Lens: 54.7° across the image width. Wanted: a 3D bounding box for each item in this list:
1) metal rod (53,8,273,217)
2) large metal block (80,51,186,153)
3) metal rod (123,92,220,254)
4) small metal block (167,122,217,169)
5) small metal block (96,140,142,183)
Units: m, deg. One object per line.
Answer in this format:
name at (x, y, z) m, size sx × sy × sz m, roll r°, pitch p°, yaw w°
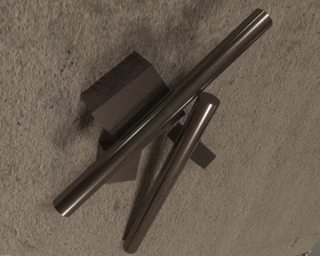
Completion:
metal rod at (0.002, -0.015, 0.335) m, size 0.300 × 0.025 × 0.025 m, roll -43°, pitch 130°, yaw 1°
large metal block at (-0.030, -0.027, 0.359) m, size 0.080 × 0.050 × 0.080 m, roll -40°, pitch 130°, yaw -2°
metal rod at (0.003, 0.080, 0.420) m, size 0.025 × 0.025 × 0.298 m, roll 2°, pitch 130°, yaw -30°
small metal block at (0.044, 0.025, 0.432) m, size 0.025 × 0.050 × 0.050 m, roll -48°, pitch 130°, yaw 5°
small metal block at (-0.055, 0.043, 0.405) m, size 0.050 × 0.025 × 0.050 m, roll -2°, pitch 119°, yaw -28°
